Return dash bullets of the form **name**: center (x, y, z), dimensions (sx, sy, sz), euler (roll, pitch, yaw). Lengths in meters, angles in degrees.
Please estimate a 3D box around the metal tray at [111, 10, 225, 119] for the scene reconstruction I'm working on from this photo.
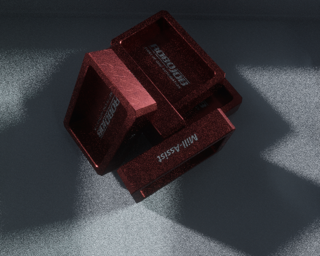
- **metal tray**: center (0.009, -0.083, 0.404), dimensions (0.090, 0.030, 0.130), euler (-35, 73, -12)

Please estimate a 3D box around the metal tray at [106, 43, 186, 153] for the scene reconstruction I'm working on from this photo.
- **metal tray**: center (-0.023, -0.031, 0.384), dimensions (0.030, 0.090, 0.130), euler (-35, 74, -12)

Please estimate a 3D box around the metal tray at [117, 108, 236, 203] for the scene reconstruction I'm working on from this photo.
- **metal tray**: center (0.018, 0.036, 0.361), dimensions (0.131, 0.090, 0.030), euler (-31, 73, -11)

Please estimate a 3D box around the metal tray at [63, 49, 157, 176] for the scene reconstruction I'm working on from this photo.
- **metal tray**: center (-0.064, -0.014, 0.358), dimensions (0.030, 0.129, 0.090), euler (-25, 69, -41)

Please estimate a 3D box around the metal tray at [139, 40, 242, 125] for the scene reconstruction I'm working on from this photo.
- **metal tray**: center (0.037, -0.058, 0.428), dimensions (0.090, 0.030, 0.130), euler (-33, 73, -10)
